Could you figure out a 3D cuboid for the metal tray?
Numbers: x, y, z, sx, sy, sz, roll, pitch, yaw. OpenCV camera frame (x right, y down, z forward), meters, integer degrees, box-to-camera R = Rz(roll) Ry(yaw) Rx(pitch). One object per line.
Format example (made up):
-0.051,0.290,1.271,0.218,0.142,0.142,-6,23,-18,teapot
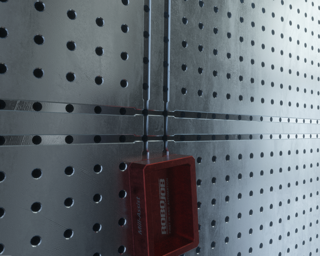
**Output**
0.008,0.106,0.415,0.091,0.030,0.129,-6,94,-40,metal tray
